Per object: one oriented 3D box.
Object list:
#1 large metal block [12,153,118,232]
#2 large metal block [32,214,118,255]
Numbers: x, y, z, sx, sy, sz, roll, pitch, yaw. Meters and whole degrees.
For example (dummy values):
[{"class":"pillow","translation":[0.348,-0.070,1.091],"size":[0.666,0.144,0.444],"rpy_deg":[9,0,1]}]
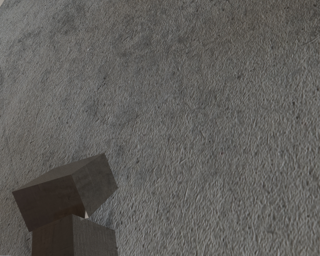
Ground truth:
[{"class":"large metal block","translation":[-0.109,0.074,0.372],"size":[0.080,0.080,0.050],"rpy_deg":[-18,97,18]},{"class":"large metal block","translation":[-0.085,0.146,0.324],"size":[0.050,0.080,0.080],"rpy_deg":[-25,53,13]}]
